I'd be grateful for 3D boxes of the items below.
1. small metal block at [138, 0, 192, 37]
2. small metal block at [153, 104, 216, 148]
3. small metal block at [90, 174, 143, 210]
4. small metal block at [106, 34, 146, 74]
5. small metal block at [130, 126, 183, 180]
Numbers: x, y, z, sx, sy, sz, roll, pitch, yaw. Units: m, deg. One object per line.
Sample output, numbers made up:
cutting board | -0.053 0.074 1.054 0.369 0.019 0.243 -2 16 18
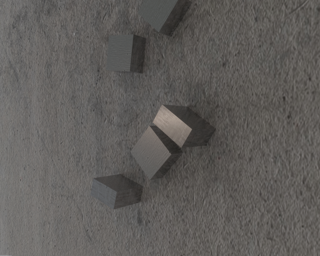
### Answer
small metal block | 0.005 -0.156 0.401 0.050 0.025 0.050 50 119 28
small metal block | 0.029 -0.003 0.365 0.050 0.050 0.025 42 116 32
small metal block | -0.061 0.089 0.439 0.050 0.050 0.025 19 102 38
small metal block | -0.049 -0.106 0.446 0.050 0.025 0.050 11 97 39
small metal block | -0.005 0.032 0.409 0.050 0.025 0.050 52 120 27
